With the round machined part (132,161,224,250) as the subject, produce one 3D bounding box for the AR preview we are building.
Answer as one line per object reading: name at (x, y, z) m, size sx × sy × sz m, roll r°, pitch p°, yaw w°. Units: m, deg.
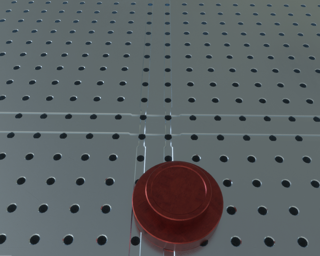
round machined part at (0.019, 0.075, 0.334) m, size 0.099 × 0.042 × 0.098 m, roll 0°, pitch 50°, yaw 0°
